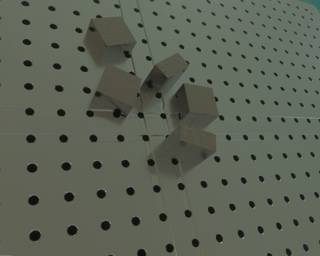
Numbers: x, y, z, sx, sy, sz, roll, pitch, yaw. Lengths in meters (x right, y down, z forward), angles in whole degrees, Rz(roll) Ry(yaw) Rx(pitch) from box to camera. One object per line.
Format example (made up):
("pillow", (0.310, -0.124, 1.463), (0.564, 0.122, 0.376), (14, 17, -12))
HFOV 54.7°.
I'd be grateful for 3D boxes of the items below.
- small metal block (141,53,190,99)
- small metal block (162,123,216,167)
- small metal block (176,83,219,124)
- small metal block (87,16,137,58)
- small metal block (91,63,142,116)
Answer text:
("small metal block", (0.007, -0.075, 0.443), (0.025, 0.050, 0.050), (49, 51, 5))
("small metal block", (0.037, 0.023, 0.400), (0.050, 0.050, 0.025), (18, 55, -18))
("small metal block", (0.056, -0.036, 0.462), (0.050, 0.025, 0.050), (6, 59, -26))
("small metal block", (-0.071, -0.134, 0.453), (0.050, 0.025, 0.050), (-20, 72, -36))
("small metal block", (-0.056, -0.051, 0.410), (0.050, 0.025, 0.050), (23, 53, -15))
